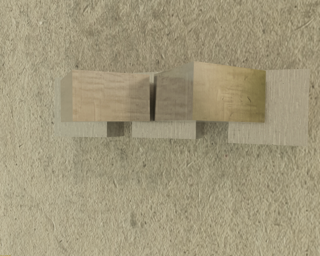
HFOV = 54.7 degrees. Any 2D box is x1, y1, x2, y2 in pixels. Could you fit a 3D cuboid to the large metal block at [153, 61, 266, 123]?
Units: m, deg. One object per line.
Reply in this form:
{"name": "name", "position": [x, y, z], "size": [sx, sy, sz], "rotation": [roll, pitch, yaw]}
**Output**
{"name": "large metal block", "position": [0.047, -0.031, 0.313], "size": [0.080, 0.081, 0.050], "rotation": [2, 90, 64]}

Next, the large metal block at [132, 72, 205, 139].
{"name": "large metal block", "position": [0.012, -0.028, 0.392], "size": [0.080, 0.050, 0.079], "rotation": [1, 90, 19]}

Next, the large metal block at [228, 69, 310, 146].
{"name": "large metal block", "position": [0.123, -0.022, 0.354], "size": [0.080, 0.050, 0.079], "rotation": [2, 91, 19]}

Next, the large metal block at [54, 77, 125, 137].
{"name": "large metal block", "position": [-0.097, -0.028, 0.430], "size": [0.080, 0.050, 0.079], "rotation": [0, 90, 19]}

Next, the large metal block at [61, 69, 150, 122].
{"name": "large metal block", "position": [-0.065, -0.032, 0.349], "size": [0.081, 0.080, 0.050], "rotation": [-1, 91, -26]}
